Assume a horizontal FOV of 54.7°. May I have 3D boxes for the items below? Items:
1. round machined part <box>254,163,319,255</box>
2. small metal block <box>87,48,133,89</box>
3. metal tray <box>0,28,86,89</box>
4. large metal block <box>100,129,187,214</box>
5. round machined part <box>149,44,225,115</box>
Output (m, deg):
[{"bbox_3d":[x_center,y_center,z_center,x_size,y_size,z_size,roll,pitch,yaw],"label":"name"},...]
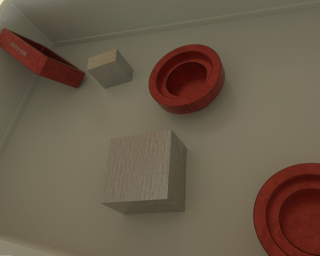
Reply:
[{"bbox_3d":[0.136,0.084,0.272,0.098,0.042,0.098,-13,56,20],"label":"round machined part"},{"bbox_3d":[-0.077,-0.091,0.484,0.050,0.050,0.025,-13,57,20],"label":"small metal block"},{"bbox_3d":[-0.200,-0.117,0.522,0.130,0.090,0.030,34,99,29],"label":"metal tray"},{"bbox_3d":[-0.016,0.054,0.364,0.080,0.050,0.080,-9,58,23],"label":"large metal block"},{"bbox_3d":[0.038,-0.059,0.410,0.098,0.042,0.098,-13,56,20],"label":"round machined part"}]
